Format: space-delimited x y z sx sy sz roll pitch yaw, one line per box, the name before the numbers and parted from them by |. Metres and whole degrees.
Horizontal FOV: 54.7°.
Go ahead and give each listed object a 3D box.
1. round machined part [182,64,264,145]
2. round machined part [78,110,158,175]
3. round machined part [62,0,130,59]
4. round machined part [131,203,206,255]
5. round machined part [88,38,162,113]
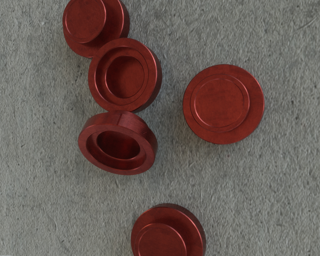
round machined part | 0.074 -0.028 0.374 0.098 0.042 0.097 0 90 20
round machined part | -0.051 0.015 0.400 0.098 0.042 0.097 7 136 7
round machined part | -0.096 -0.148 0.434 0.098 0.042 0.097 0 90 20
round machined part | 0.007 0.150 0.398 0.098 0.042 0.097 0 90 20
round machined part | -0.043 -0.067 0.415 0.098 0.042 0.097 0 90 20
